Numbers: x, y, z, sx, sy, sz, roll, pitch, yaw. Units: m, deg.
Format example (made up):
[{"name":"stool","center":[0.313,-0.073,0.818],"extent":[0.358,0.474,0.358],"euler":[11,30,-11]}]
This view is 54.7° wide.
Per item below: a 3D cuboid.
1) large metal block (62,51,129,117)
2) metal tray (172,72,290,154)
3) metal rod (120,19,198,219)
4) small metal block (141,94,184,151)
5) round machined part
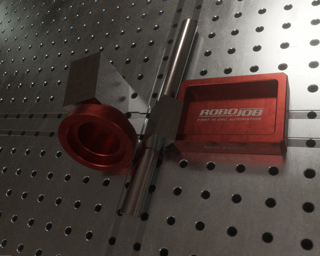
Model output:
[{"name":"large metal block","center":[-0.088,-0.047,0.446],"extent":[0.050,0.080,0.080],"euler":[-14,56,20]},{"name":"metal tray","center":[0.083,-0.017,0.371],"extent":[0.130,0.030,0.090],"euler":[0,61,27]},{"name":"metal rod","center":[0.006,-0.029,0.421],"extent":[0.025,0.025,0.300],"euler":[3,63,29]},{"name":"small metal block","center":[0.002,-0.005,0.369],"extent":[0.025,0.050,0.050],"euler":[20,67,-13]},{"name":"round machined part","center":[-0.076,0.008,0.400],"extent":[0.098,0.098,0.042],"euler":[-10,36,22]}]
